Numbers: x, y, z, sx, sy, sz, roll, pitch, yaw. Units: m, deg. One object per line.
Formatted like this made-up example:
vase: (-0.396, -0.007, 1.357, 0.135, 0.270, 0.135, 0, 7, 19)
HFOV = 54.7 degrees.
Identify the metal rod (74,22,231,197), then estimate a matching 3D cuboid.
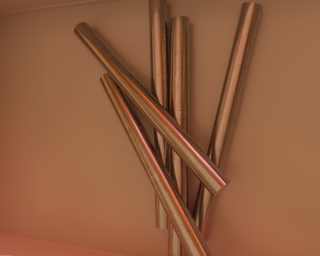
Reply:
metal rod: (-0.023, -0.038, 0.392, 0.025, 0.025, 0.300, -47, 67, 14)

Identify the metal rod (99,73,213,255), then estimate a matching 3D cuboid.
metal rod: (-0.006, 0.051, 0.380, 0.025, 0.025, 0.299, -36, 67, 16)

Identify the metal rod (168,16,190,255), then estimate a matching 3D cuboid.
metal rod: (0.024, 0.009, 0.393, 0.025, 0.025, 0.298, 0, 87, 19)

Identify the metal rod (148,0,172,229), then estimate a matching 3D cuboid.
metal rod: (0.002, -0.020, 0.409, 0.025, 0.025, 0.298, -2, 89, 19)

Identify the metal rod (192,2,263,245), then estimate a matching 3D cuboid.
metal rod: (0.078, -0.001, 0.382, 0.025, 0.025, 0.298, 14, 95, 19)
